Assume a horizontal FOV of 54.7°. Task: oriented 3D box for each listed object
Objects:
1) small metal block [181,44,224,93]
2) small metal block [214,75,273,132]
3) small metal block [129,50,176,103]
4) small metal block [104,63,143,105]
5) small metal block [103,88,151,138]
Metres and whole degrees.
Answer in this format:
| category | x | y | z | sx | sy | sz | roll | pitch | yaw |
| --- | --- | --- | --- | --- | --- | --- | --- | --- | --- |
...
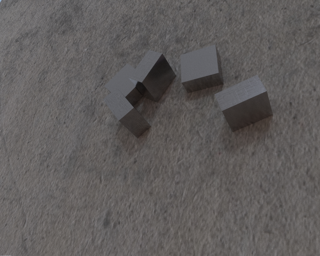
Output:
| category | x | y | z | sx | sy | sz | roll | pitch | yaw |
| --- | --- | --- | --- | --- | --- | --- | --- | --- | --- |
| small metal block | 0.057 | -0.080 | 0.422 | 0.050 | 0.025 | 0.050 | -12 | 57 | 21 |
| small metal block | 0.096 | -0.026 | 0.353 | 0.050 | 0.050 | 0.025 | -25 | 53 | 13 |
| small metal block | -0.009 | -0.072 | 0.436 | 0.025 | 0.050 | 0.050 | 24 | 75 | 36 |
| small metal block | -0.047 | -0.063 | 0.466 | 0.050 | 0.025 | 0.050 | -46 | 51 | -4 |
| small metal block | -0.045 | -0.020 | 0.422 | 0.025 | 0.050 | 0.050 | -41 | 51 | 0 |
